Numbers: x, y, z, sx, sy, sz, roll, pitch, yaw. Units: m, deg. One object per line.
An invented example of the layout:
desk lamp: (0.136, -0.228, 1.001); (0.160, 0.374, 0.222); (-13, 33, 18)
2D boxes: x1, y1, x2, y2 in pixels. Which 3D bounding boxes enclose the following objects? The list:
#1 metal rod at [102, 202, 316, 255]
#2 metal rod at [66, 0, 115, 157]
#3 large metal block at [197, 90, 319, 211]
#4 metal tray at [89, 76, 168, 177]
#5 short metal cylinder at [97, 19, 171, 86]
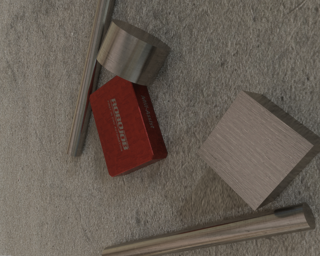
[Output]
metal rod: (0.031, 0.136, 0.377); (0.299, 0.025, 0.025); (-27, 73, 36)
metal rod: (-0.107, -0.097, 0.490); (0.025, 0.025, 0.298); (24, 105, 37)
large metal block: (0.098, 0.020, 0.307); (0.080, 0.050, 0.080); (46, 117, 30)
metal tray: (-0.049, -0.005, 0.440); (0.090, 0.030, 0.129); (-28, 73, 36)
short metal cylinder: (-0.033, -0.096, 0.395); (0.080, 0.081, 0.050); (43, 116, 31)
